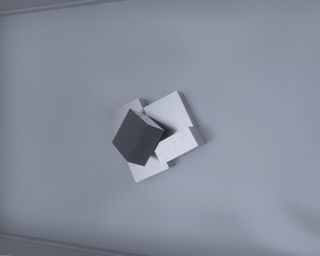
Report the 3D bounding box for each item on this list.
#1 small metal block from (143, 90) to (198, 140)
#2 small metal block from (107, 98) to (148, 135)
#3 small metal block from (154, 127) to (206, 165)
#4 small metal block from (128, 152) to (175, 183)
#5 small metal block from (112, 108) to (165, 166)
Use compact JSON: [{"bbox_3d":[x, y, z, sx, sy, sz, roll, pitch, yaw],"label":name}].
[{"bbox_3d":[0.014,-0.014,0.403,0.050,0.025,0.050,-26,82,17],"label":"small metal block"},{"bbox_3d":[-0.036,-0.007,0.421,0.050,0.025,0.050,-26,82,17],"label":"small metal block"},{"bbox_3d":[0.025,0.021,0.386,0.050,0.050,0.025,-29,81,16],"label":"small metal block"},{"bbox_3d":[-0.016,0.039,0.414,0.050,0.025,0.050,-26,82,17],"label":"small metal block"},{"bbox_3d":[-0.028,0.011,0.378,0.050,0.025,0.050,40,105,50],"label":"small metal block"}]
